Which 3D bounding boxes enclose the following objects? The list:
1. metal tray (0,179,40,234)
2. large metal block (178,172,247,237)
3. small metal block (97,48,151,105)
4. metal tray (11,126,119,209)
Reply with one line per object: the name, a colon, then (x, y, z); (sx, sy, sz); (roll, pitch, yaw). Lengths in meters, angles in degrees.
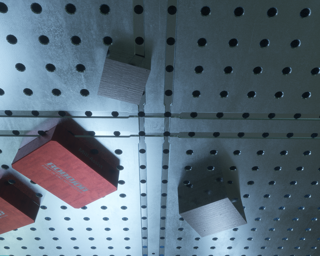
metal tray: (-0.286, 0.142, 0.525); (0.130, 0.030, 0.090); (-22, 127, 17)
large metal block: (0.084, 0.127, 0.505); (0.080, 0.050, 0.080); (-25, 126, 19)
small metal block: (-0.042, -0.059, 0.361); (0.050, 0.025, 0.050); (13, 129, -12)
metal tray: (-0.136, 0.063, 0.460); (0.090, 0.030, 0.130); (-29, 125, 22)
